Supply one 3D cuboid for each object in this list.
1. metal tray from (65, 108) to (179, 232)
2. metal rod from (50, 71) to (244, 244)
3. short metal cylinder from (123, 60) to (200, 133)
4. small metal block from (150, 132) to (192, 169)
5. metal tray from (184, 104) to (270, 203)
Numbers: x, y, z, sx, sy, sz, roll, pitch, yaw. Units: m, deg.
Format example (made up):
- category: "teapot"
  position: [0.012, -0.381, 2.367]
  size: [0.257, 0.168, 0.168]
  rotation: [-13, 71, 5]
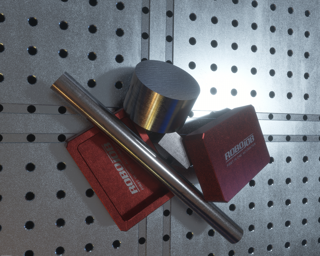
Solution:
- category: "metal tray"
  position: [-0.046, 0.050, 0.389]
  size: [0.090, 0.030, 0.130]
  rotation: [-33, 101, -17]
- category: "metal rod"
  position: [-0.004, 0.046, 0.375]
  size: [0.300, 0.025, 0.025]
  rotation: [43, 77, -16]
- category: "short metal cylinder"
  position: [0.002, -0.039, 0.374]
  size: [0.081, 0.080, 0.050]
  rotation: [9, 129, -20]
- category: "small metal block"
  position: [0.015, 0.025, 0.400]
  size: [0.050, 0.050, 0.025]
  rotation: [42, 77, -15]
- category: "metal tray"
  position: [0.096, 0.030, 0.414]
  size: [0.131, 0.030, 0.090]
  rotation: [-27, 100, -43]
